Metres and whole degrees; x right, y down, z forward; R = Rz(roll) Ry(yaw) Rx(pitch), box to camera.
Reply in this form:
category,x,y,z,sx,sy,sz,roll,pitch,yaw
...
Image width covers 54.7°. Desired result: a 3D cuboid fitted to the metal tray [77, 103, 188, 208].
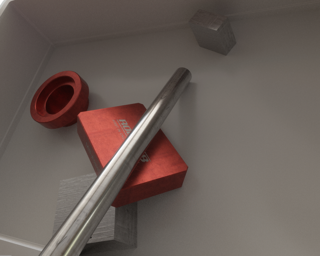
category,x,y,z,sx,sy,sz,roll,pitch,yaw
metal tray,-0.037,0.025,0.373,0.091,0.030,0.130,-12,46,-27

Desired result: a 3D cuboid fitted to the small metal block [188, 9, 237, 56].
category,x,y,z,sx,sy,sz,roll,pitch,yaw
small metal block,0.074,-0.133,0.432,0.050,0.050,0.025,32,80,37

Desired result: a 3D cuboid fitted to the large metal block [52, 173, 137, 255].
category,x,y,z,sx,sy,sz,roll,pitch,yaw
large metal block,-0.074,0.100,0.366,0.080,0.050,0.080,-15,56,19

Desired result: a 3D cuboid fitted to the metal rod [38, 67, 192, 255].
category,x,y,z,sx,sy,sz,roll,pitch,yaw
metal rod,-0.024,0.015,0.328,0.025,0.025,0.301,0,36,28

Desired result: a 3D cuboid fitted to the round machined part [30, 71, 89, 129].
category,x,y,z,sx,sy,sz,roll,pitch,yaw
round machined part,-0.155,-0.041,0.499,0.098,0.042,0.098,-13,56,20
